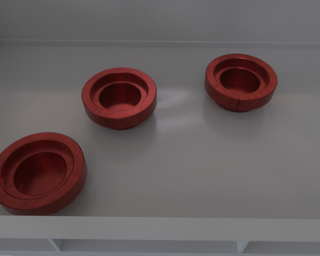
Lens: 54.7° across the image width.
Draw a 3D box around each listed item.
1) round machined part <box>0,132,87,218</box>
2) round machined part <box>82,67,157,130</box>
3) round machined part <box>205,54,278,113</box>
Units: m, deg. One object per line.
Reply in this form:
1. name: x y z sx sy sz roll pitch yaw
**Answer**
1. round machined part: -0.131 0.055 0.347 0.099 0.042 0.098 0 50 0
2. round machined part: -0.053 -0.036 0.424 0.099 0.042 0.098 0 50 0
3. round machined part: 0.113 -0.060 0.445 0.099 0.042 0.098 0 50 0
